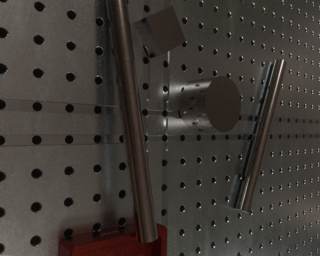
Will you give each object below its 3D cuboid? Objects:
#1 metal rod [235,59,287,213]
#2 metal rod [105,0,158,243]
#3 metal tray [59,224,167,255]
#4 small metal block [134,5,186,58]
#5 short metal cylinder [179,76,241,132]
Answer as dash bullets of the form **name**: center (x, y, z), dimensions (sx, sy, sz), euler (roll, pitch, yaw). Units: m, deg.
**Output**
- **metal rod**: center (0.190, 0.007, 0.571), dimensions (0.025, 0.025, 0.299), euler (32, 70, -36)
- **metal rod**: center (-0.034, -0.019, 0.361), dimensions (0.025, 0.025, 0.298), euler (-6, 88, -40)
- **metal tray**: center (-0.051, 0.167, 0.365), dimensions (0.131, 0.030, 0.089), euler (3, 88, -40)
- **small metal block**: center (0.001, -0.128, 0.412), dimensions (0.050, 0.025, 0.050), euler (-38, 114, -34)
- **short metal cylinder**: center (0.075, -0.034, 0.458), dimensions (0.081, 0.050, 0.079), euler (0, 90, -40)
